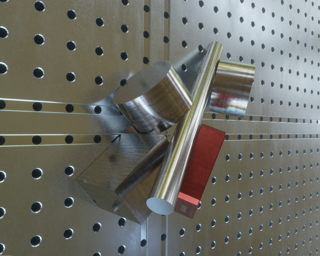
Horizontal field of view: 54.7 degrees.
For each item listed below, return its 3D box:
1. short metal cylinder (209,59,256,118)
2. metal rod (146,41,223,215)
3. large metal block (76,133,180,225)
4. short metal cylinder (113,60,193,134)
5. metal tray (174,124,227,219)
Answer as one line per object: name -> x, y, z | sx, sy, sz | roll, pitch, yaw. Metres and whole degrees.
short metal cylinder -> 0.107, -0.058, 0.459 | 0.080, 0.050, 0.080 | 12, 91, -78
metal rod -> 0.043, -0.028, 0.378 | 0.025, 0.025, 0.301 | 54, 37, -26
large metal block -> -0.033, 0.052, 0.347 | 0.080, 0.080, 0.050 | -47, 119, -30
short metal cylinder -> -0.008, -0.036, 0.368 | 0.080, 0.080, 0.050 | -51, 121, -28
metal tray -> 0.047, 0.061, 0.396 | 0.130, 0.030, 0.090 | 83, 31, -67
